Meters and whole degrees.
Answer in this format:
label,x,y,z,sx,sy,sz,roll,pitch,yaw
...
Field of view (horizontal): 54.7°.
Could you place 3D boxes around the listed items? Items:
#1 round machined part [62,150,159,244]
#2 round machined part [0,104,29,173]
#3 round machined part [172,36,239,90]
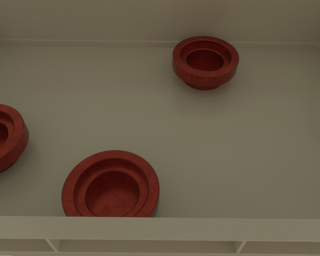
label,x,y,z,sx,sy,sz,roll,pitch,yaw
round machined part,-0.050,0.075,0.330,0.099,0.042,0.098,0,50,0
round machined part,-0.209,0.019,0.375,0.099,0.042,0.098,0,50,0
round machined part,0.068,-0.096,0.475,0.099,0.042,0.098,0,50,0
